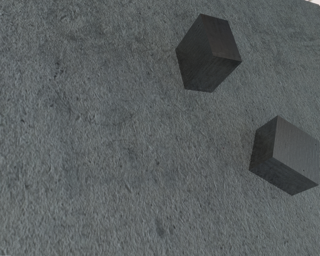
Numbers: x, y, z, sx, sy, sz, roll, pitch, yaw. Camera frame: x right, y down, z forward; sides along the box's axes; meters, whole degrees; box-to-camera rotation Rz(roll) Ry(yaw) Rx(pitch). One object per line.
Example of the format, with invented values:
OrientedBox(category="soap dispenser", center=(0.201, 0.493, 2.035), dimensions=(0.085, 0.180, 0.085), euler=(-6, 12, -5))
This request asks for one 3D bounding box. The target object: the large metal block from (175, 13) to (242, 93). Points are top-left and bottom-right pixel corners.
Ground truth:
OrientedBox(category="large metal block", center=(0.071, -0.112, 0.474), dimensions=(0.050, 0.080, 0.080), euler=(4, 60, -26))

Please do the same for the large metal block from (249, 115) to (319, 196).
OrientedBox(category="large metal block", center=(0.187, 0.041, 0.463), dimensions=(0.080, 0.050, 0.080), euler=(31, 52, -9))
